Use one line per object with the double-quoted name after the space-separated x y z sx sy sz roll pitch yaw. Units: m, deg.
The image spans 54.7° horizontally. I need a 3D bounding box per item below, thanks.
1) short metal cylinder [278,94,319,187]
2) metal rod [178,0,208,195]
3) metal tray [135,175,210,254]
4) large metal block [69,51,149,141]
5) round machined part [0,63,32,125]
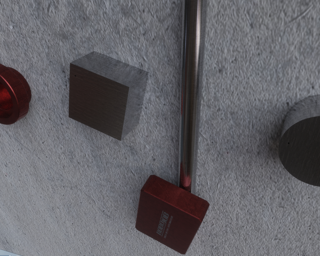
0.165 0.012 0.311 0.080 0.050 0.079 13 124 20 "short metal cylinder"
0.036 -0.011 0.379 0.025 0.025 0.298 13 124 21 "metal rod"
0.013 0.132 0.459 0.090 0.030 0.129 25 140 12 "metal tray"
-0.068 -0.042 0.399 0.080 0.050 0.079 24 127 13 "large metal block"
-0.244 -0.057 0.486 0.098 0.042 0.097 13 124 20 "round machined part"
